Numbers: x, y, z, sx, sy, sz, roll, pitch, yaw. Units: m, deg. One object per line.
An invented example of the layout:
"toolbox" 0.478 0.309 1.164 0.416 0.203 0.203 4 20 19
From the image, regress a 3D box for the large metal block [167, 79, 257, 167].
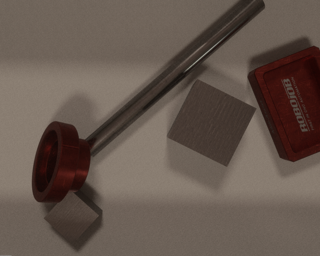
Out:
"large metal block" 0.063 -0.006 0.400 0.080 0.050 0.080 27 90 -1

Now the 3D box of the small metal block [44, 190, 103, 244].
"small metal block" -0.114 0.114 0.410 0.050 0.025 0.050 42 90 -1

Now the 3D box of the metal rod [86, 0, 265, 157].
"metal rod" 0.017 -0.070 0.411 0.300 0.025 0.025 -41 91 -1

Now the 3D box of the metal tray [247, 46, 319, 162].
"metal tray" 0.184 -0.031 0.411 0.090 0.030 0.129 -22 90 -1

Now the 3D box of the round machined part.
"round machined part" -0.120 0.043 0.383 0.042 0.098 0.097 15 90 -35
